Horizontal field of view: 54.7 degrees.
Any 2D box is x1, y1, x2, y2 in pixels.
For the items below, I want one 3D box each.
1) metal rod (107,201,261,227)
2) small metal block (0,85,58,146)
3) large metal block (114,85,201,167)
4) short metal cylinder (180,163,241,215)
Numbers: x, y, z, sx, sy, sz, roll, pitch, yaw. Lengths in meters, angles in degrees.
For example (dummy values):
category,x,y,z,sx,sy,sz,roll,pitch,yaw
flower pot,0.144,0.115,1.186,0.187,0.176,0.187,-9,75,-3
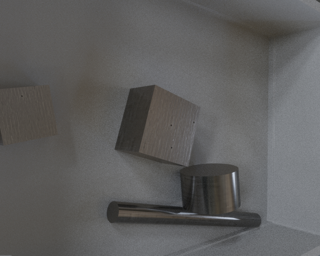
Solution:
category,x,y,z,sx,sy,sz,roll,pitch,yaw
metal rod,0.057,0.131,0.457,0.302,0.025,0.025,16,80,-39
small metal block,-0.131,-0.013,0.297,0.050,0.025,0.050,-13,99,-39
large metal block,-0.001,0.000,0.391,0.080,0.050,0.080,21,77,-38
short metal cylinder,0.070,0.082,0.432,0.081,0.080,0.050,-8,96,-40
